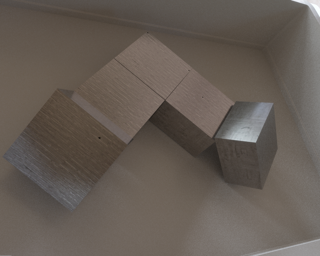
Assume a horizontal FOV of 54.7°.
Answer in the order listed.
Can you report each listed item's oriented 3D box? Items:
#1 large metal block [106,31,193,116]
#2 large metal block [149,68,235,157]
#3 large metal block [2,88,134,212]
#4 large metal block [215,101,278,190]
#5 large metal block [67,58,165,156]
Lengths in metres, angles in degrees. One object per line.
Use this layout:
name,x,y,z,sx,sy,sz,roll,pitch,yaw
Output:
large metal block,-0.016,-0.073,0.423,0.080,0.050,0.080,39,51,-2
large metal block,0.047,-0.022,0.425,0.080,0.050,0.080,39,51,-2
large metal block,-0.085,0.019,0.302,0.080,0.050,0.080,39,94,-2
large metal block,0.118,0.021,0.411,0.080,0.050,0.080,-52,136,-39
large metal block,-0.055,-0.023,0.372,0.080,0.050,0.080,39,51,-2
